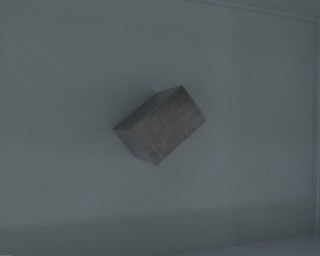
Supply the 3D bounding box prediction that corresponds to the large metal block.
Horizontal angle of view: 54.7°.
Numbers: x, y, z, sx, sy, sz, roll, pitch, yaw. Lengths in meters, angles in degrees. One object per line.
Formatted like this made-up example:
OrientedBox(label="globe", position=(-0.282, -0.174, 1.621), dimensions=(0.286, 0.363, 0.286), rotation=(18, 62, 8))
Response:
OrientedBox(label="large metal block", position=(-0.003, -0.004, 0.378), dimensions=(0.080, 0.080, 0.050), rotation=(-41, 104, -15))
